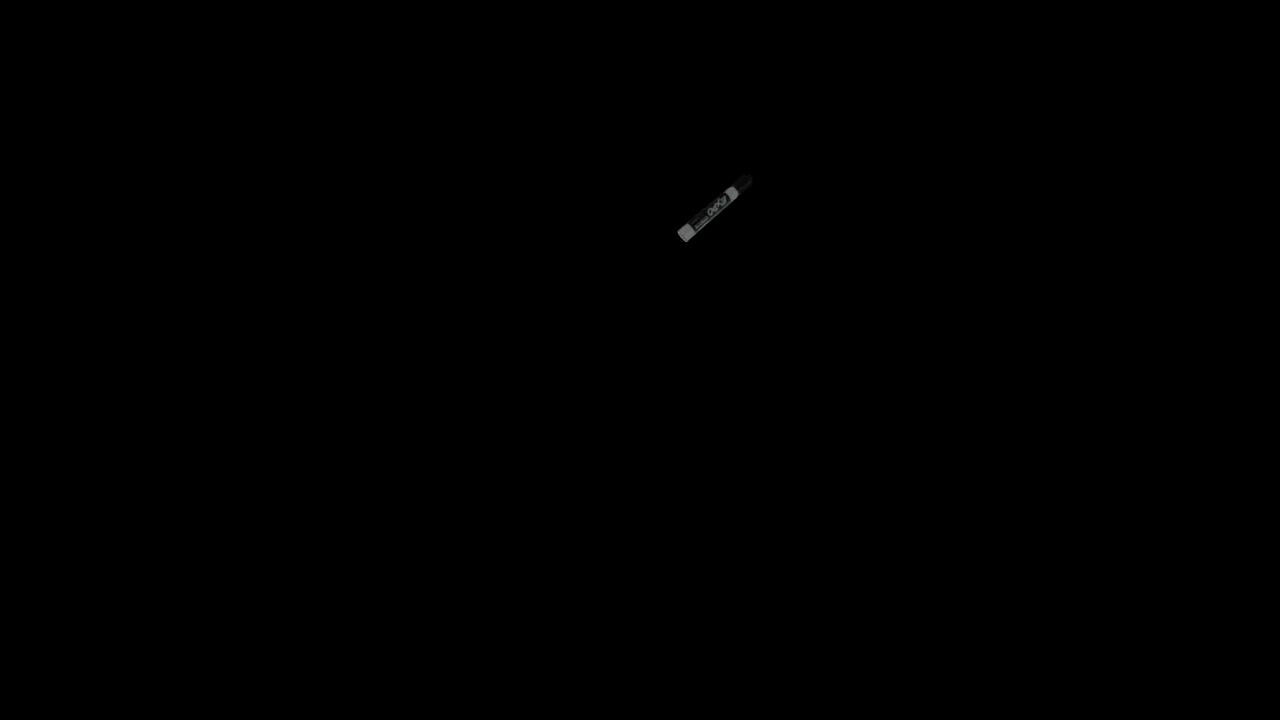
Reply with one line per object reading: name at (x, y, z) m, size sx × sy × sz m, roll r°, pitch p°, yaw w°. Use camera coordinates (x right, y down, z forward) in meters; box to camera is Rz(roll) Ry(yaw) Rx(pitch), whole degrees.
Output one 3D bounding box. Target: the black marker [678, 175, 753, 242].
black marker at (0.099, -0.199, 0.799) m, size 0.121 × 0.020 × 0.020 m, roll -41°, pitch 4°, yaw -4°
